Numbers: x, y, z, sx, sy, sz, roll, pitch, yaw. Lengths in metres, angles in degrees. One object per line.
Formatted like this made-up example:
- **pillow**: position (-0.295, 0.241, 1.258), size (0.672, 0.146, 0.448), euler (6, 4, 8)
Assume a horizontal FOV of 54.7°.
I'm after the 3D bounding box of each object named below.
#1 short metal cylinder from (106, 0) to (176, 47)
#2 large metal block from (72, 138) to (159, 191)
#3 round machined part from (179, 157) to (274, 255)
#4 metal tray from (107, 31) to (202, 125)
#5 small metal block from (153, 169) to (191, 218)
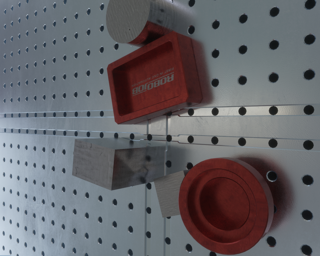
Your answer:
- **short metal cylinder**: position (-0.026, -0.149, 0.415), size (0.080, 0.050, 0.079), euler (0, 90, 40)
- **large metal block**: position (-0.060, 0.045, 0.423), size (0.080, 0.081, 0.050), euler (10, 97, 39)
- **round machined part**: position (0.073, 0.080, 0.334), size (0.098, 0.042, 0.097), euler (-1, 87, 34)
- **metal tray**: position (-0.013, -0.061, 0.416), size (0.130, 0.030, 0.090), euler (-16, 80, 38)
- **small metal block**: position (0.024, 0.082, 0.390), size (0.050, 0.025, 0.050), euler (-23, 76, 37)
